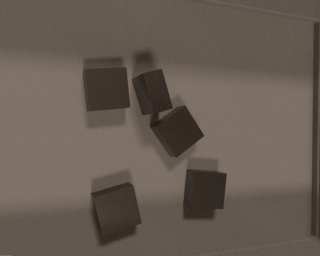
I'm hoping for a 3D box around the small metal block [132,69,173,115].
[{"bbox_3d":[-0.011,-0.044,0.394,0.025,0.050,0.050,-18,96,-19],"label":"small metal block"}]

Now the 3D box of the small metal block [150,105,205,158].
[{"bbox_3d":[0.023,0.005,0.420,0.050,0.025,0.050,-37,102,-17],"label":"small metal block"}]

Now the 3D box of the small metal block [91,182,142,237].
[{"bbox_3d":[-0.055,0.101,0.391,0.050,0.025,0.050,-14,95,-20],"label":"small metal block"}]

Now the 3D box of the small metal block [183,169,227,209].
[{"bbox_3d":[0.063,0.086,0.435,0.050,0.025,0.050,7,88,-20],"label":"small metal block"}]

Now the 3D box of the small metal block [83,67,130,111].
[{"bbox_3d":[-0.067,-0.048,0.386,0.050,0.025,0.050,-6,92,-20],"label":"small metal block"}]
